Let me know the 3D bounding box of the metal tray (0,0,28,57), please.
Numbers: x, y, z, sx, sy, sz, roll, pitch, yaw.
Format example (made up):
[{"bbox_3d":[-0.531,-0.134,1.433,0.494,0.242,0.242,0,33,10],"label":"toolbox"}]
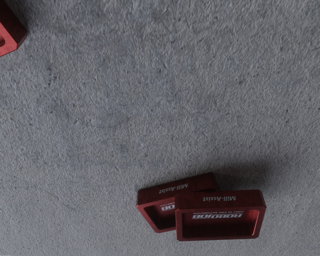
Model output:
[{"bbox_3d":[-0.218,-0.102,0.314,0.130,0.030,0.090,-18,128,14],"label":"metal tray"}]

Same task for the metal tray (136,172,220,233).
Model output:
[{"bbox_3d":[0.038,0.127,0.511,0.130,0.030,0.090,-17,129,13],"label":"metal tray"}]

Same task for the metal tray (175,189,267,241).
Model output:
[{"bbox_3d":[0.090,0.137,0.481,0.131,0.030,0.089,-3,130,2],"label":"metal tray"}]
